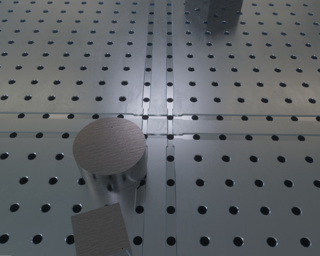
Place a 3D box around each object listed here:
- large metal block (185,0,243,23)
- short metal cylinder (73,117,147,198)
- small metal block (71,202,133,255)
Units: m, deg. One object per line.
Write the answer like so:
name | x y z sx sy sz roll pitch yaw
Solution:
large metal block | 0.106 -0.258 0.609 0.081 0.050 0.080 -23 54 -18
short metal cylinder | -0.056 0.034 0.363 0.081 0.050 0.080 0 50 0
small metal block | -0.059 0.110 0.315 0.050 0.025 0.050 -14 52 -12
